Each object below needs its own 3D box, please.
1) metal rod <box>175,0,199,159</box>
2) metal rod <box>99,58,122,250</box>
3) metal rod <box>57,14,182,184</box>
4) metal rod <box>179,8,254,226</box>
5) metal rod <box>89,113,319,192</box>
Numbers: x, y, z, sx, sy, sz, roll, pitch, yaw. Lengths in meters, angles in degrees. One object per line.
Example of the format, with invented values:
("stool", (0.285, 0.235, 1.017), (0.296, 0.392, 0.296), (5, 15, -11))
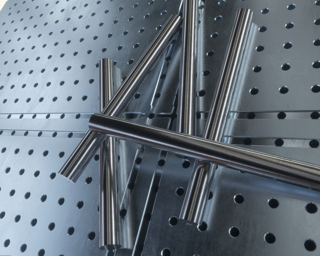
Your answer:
("metal rod", (0.042, -0.098, 0.447), (0.025, 0.025, 0.300), (-9, 58, 23))
("metal rod", (-0.073, 0.014, 0.439), (0.025, 0.025, 0.300), (-20, 54, 17))
("metal rod", (-0.045, -0.056, 0.444), (0.025, 0.025, 0.300), (15, 63, 34))
("metal rod", (0.077, -0.031, 0.387), (0.025, 0.025, 0.300), (5, 64, 30))
("metal rod", (0.052, 0.024, 0.334), (0.300, 0.025, 0.025), (13, 68, 23))
